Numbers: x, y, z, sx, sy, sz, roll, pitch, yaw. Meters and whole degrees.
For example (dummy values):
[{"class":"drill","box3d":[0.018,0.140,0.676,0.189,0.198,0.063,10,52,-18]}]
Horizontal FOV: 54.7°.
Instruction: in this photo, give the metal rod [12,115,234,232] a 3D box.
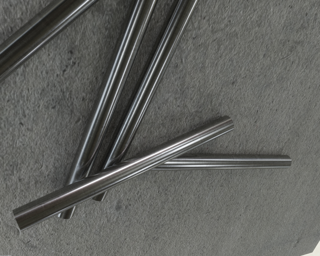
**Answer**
[{"class":"metal rod","box3d":[-0.025,0.046,0.392,0.302,0.025,0.025,-23,128,-26]}]

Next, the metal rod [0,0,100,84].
[{"class":"metal rod","box3d":[-0.106,-0.095,0.289,0.300,0.025,0.025,-40,129,-1]}]

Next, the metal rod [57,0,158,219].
[{"class":"metal rod","box3d":[-0.067,-0.018,0.359,0.025,0.025,0.298,12,113,-33]}]

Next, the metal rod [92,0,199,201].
[{"class":"metal rod","box3d":[-0.022,-0.037,0.371,0.025,0.025,0.298,14,111,-34]}]

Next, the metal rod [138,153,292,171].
[{"class":"metal rod","box3d":[0.101,0.054,0.495,0.302,0.025,0.025,3,117,-30]}]
